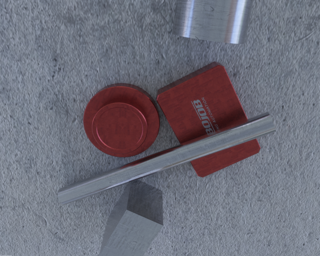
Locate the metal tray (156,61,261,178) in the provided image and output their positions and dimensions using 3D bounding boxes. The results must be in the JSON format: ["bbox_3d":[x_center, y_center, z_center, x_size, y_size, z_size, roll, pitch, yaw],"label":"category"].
[{"bbox_3d":[0.064,-0.009,0.405,0.090,0.030,0.130,-26,108,9],"label":"metal tray"}]

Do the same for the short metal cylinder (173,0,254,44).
[{"bbox_3d":[0.056,-0.123,0.336,0.081,0.080,0.050,6,110,-3],"label":"short metal cylinder"}]

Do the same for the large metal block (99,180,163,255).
[{"bbox_3d":[-0.038,0.129,0.427,0.050,0.080,0.080,27,108,-10],"label":"large metal block"}]

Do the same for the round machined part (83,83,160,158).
[{"bbox_3d":[-0.049,-0.006,0.398,0.099,0.042,0.097,0,110,-1],"label":"round machined part"}]

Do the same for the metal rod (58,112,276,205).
[{"bbox_3d":[-0.005,0.045,0.400,0.300,0.025,0.025,-21,109,17],"label":"metal rod"}]
